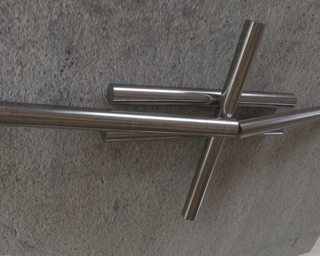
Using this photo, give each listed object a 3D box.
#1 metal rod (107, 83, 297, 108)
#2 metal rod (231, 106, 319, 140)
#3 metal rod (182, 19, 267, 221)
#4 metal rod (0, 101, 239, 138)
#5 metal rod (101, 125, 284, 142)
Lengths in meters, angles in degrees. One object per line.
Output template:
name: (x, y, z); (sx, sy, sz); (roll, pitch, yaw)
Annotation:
metal rod: (0.076, -0.041, 0.426); (0.303, 0.025, 0.025); (-1, 119, -28)
metal rod: (0.217, -0.016, 0.487); (0.303, 0.025, 0.025); (-9, 123, -36)
metal rod: (0.079, 0.006, 0.425); (0.025, 0.025, 0.298); (0, 119, -29)
metal rod: (-0.048, -0.008, 0.345); (0.302, 0.025, 0.025); (3, 117, -20)
metal rod: (0.065, 0.002, 0.446); (0.303, 0.025, 0.025); (-1, 119, -28)
